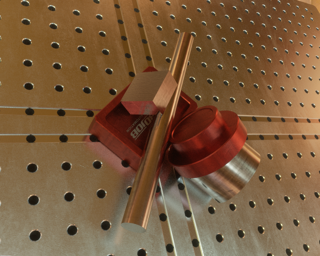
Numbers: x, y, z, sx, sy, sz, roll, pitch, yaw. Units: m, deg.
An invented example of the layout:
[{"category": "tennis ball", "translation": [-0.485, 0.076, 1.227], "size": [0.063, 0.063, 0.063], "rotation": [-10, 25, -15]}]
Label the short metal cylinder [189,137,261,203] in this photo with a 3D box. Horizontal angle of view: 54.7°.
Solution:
[{"category": "short metal cylinder", "translation": [0.078, 0.046, 0.387], "size": [0.050, 0.080, 0.080], "rotation": [40, 51, -2]}]

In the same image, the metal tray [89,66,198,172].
[{"category": "metal tray", "translation": [-0.017, -0.015, 0.406], "size": [0.090, 0.030, 0.131], "rotation": [40, 51, -1]}]

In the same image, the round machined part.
[{"category": "round machined part", "translation": [0.049, 0.010, 0.370], "size": [0.042, 0.098, 0.098], "rotation": [52, 48, -20]}]

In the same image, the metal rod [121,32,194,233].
[{"category": "metal rod", "translation": [0.007, -0.020, 0.387], "size": [0.025, 0.025, 0.300], "rotation": [25, 53, -13]}]

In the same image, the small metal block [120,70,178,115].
[{"category": "small metal block", "translation": [-0.013, -0.044, 0.385], "size": [0.025, 0.050, 0.050], "rotation": [54, 51, -41]}]
